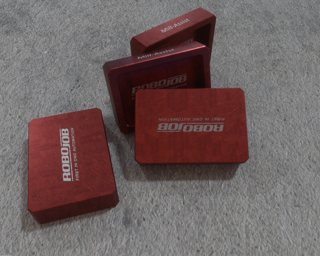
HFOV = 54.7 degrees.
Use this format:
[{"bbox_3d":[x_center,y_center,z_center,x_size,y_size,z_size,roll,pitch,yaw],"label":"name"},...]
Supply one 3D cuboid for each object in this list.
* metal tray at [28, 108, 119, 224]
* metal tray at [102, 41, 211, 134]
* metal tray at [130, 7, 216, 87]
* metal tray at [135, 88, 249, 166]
[{"bbox_3d":[-0.105,0.038,0.367,0.091,0.030,0.130,-11,51,-10],"label":"metal tray"},{"bbox_3d":[0.001,-0.053,0.402,0.131,0.089,0.030,-17,32,-14],"label":"metal tray"},{"bbox_3d":[0.021,-0.110,0.452,0.131,0.089,0.030,-32,56,-24],"label":"metal tray"},{"bbox_3d":[0.036,-0.001,0.375,0.131,0.030,0.090,-1,79,-1],"label":"metal tray"}]
